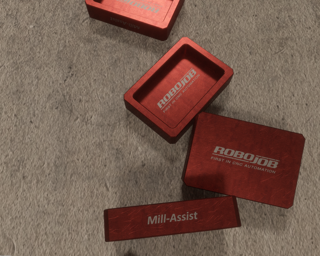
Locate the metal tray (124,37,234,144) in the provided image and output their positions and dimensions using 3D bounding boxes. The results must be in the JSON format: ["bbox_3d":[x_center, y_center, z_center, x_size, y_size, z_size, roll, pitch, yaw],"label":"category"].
[{"bbox_3d":[0.026,-0.054,0.425,0.090,0.030,0.130,39,74,13],"label":"metal tray"}]

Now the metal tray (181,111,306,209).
[{"bbox_3d":[0.099,0.038,0.376,0.131,0.030,0.090,13,85,0],"label":"metal tray"}]

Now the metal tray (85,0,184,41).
[{"bbox_3d":[-0.036,-0.195,0.476,0.131,0.030,0.090,20,71,6],"label":"metal tray"}]

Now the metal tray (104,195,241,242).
[{"bbox_3d":[0.012,0.100,0.337,0.131,0.090,0.030,-6,70,-3],"label":"metal tray"}]
